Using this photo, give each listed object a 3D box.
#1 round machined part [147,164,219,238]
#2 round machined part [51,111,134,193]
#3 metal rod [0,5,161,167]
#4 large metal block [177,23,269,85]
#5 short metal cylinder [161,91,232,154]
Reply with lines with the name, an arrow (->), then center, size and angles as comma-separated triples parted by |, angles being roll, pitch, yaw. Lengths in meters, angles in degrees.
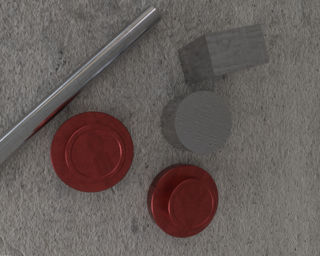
round machined part -> 0.036, 0.098, 0.413 | 0.099, 0.042, 0.097 | 0, 90, -20
round machined part -> -0.079, 0.029, 0.371 | 0.099, 0.042, 0.097 | 0, 90, -20
metal rod -> -0.109, -0.045, 0.368 | 0.301, 0.025, 0.025 | -46, 105, -14
large metal block -> 0.080, -0.095, 0.409 | 0.081, 0.080, 0.050 | -17, 96, -19
short metal cylinder -> 0.047, -0.007, 0.413 | 0.081, 0.050, 0.079 | 0, 90, -20
